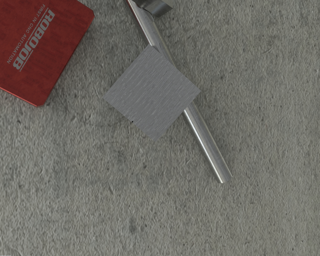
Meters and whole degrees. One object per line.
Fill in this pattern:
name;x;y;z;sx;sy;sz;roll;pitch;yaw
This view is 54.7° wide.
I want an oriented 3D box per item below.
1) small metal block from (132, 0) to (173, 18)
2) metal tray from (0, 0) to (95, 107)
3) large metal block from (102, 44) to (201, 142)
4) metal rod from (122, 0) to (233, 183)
small metal block;-0.011;-0.176;0.388;0.050;0.025;0.050;17;63;-45
metal tray;-0.146;-0.099;0.353;0.090;0.030;0.130;30;80;-18
large metal block;-0.011;-0.042;0.378;0.080;0.050;0.080;41;92;-10
metal rod;0.023;-0.057;0.418;0.025;0.025;0.299;-32;101;-18
